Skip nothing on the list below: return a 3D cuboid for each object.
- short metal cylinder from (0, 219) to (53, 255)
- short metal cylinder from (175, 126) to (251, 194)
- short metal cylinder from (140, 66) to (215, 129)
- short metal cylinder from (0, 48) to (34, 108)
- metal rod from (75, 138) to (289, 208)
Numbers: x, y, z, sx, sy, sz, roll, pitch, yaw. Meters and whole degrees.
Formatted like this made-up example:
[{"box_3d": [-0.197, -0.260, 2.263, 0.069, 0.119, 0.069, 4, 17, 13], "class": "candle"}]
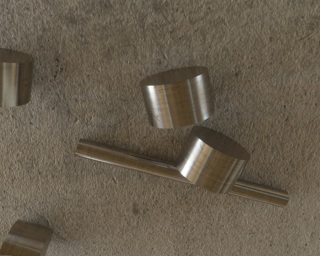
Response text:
[{"box_3d": [-0.194, 0.178, 0.444, 0.050, 0.080, 0.079, 19, 109, -7], "class": "short metal cylinder"}, {"box_3d": [0.066, 0.039, 0.395, 0.080, 0.080, 0.050, 22, 109, -8], "class": "short metal cylinder"}, {"box_3d": [0.021, -0.038, 0.366, 0.080, 0.080, 0.050, -12, 110, 4], "class": "short metal cylinder"}, {"box_3d": [-0.190, -0.061, 0.356, 0.081, 0.080, 0.050, 12, 110, -5], "class": "short metal cylinder"}, {"box_3d": [0.035, 0.064, 0.433, 0.302, 0.025, 0.025, 15, 109, -6], "class": "metal rod"}]
